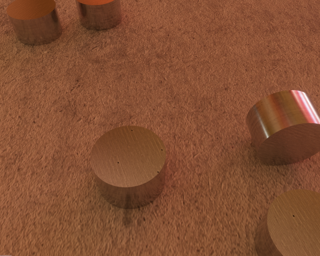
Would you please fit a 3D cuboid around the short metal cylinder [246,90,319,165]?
[{"bbox_3d":[0.149,0.001,0.367,0.081,0.080,0.050,-4,50,-4],"label":"short metal cylinder"}]

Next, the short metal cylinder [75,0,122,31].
[{"bbox_3d":[-0.113,-0.225,0.575,0.080,0.050,0.080,0,50,0],"label":"short metal cylinder"}]

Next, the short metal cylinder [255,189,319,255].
[{"bbox_3d":[0.138,0.107,0.298,0.080,0.050,0.080,0,50,0],"label":"short metal cylinder"}]

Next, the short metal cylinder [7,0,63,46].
[{"bbox_3d":[-0.218,-0.190,0.545,0.080,0.050,0.080,0,50,0],"label":"short metal cylinder"}]

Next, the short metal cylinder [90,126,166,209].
[{"bbox_3d":[-0.034,0.044,0.350,0.080,0.050,0.080,0,50,0],"label":"short metal cylinder"}]
